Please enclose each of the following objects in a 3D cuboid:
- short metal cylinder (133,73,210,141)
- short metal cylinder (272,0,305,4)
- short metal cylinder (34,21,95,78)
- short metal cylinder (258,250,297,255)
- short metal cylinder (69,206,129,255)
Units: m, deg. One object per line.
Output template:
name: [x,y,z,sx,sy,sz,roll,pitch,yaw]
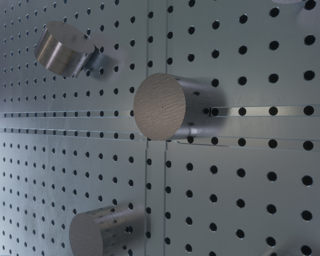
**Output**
short metal cylinder: [0.013,-0.025,0.382,0.080,0.050,0.079,0,90,40]
short metal cylinder: [0.128,-0.153,0.268,0.080,0.081,0.050,-20,78,38]
short metal cylinder: [-0.154,-0.127,0.501,0.050,0.081,0.080,-50,61,28]
short metal cylinder: [0.113,0.167,0.300,0.080,0.050,0.079,0,90,40]
short metal cylinder: [-0.093,0.164,0.470,0.080,0.050,0.079,0,90,40]
